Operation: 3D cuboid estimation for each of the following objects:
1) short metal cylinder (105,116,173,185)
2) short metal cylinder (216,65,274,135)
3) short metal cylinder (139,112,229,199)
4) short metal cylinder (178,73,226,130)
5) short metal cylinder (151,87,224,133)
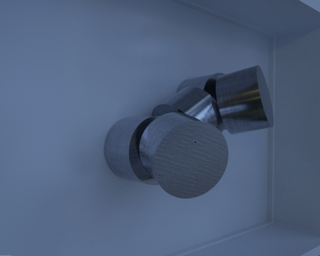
[{"bbox_3d":[-0.019,0.026,0.374,0.081,0.050,0.079,0,90,-40],"label":"short metal cylinder"},{"bbox_3d":[0.110,-0.035,0.398,0.080,0.050,0.080,35,49,-52],"label":"short metal cylinder"},{"bbox_3d":[0.024,0.027,0.326,0.081,0.050,0.079,-5,104,-19],"label":"short metal cylinder"},{"bbox_3d":[0.070,-0.037,0.449,0.081,0.050,0.079,0,90,-40],"label":"short metal cylinder"},{"bbox_3d":[0.035,-0.007,0.400,0.050,0.080,0.080,-37,113,-34],"label":"short metal cylinder"}]
